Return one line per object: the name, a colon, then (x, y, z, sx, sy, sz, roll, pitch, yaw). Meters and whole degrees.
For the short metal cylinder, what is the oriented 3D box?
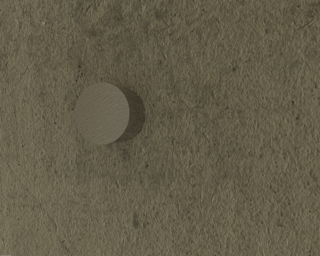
short metal cylinder: (-0.067, -0.019, 0.420, 0.080, 0.050, 0.080, 0, 90, 20)
